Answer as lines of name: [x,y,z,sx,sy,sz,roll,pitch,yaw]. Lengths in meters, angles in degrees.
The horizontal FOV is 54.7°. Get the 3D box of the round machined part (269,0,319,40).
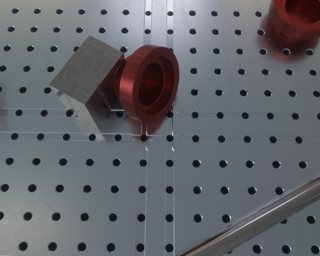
round machined part: [0.213,-0.174,0.468,0.099,0.042,0.098,0,70,0]

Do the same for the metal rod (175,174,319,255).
metal rod: [0.144,0.100,0.376,0.302,0.025,0.025,-26,72,-9]

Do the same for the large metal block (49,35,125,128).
large metal block: [-0.086,-0.057,0.403,0.050,0.080,0.080,29,73,10]

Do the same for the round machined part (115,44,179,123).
round machined part: [-0.019,-0.058,0.399,0.042,0.098,0.098,19,70,31]
